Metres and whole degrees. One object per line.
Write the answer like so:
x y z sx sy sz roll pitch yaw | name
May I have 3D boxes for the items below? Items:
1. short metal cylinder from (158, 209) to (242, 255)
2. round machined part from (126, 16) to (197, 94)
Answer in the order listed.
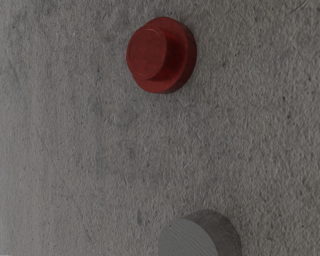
0.045 0.138 0.352 0.080 0.050 0.080 0 90 40 | short metal cylinder
-0.005 -0.094 0.398 0.098 0.042 0.097 0 90 40 | round machined part
